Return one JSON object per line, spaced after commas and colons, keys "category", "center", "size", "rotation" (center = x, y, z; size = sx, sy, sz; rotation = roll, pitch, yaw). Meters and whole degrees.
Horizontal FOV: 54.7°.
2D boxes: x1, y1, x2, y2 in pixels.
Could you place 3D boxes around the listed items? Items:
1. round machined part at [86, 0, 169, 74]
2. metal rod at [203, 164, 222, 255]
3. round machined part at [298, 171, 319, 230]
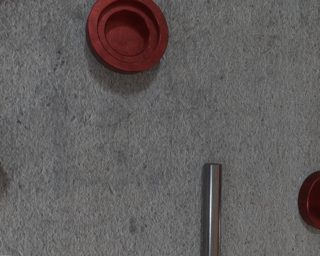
{"category": "round machined part", "center": [-0.042, -0.115, 0.385], "size": [0.099, 0.042, 0.097], "rotation": [0, 90, -21]}
{"category": "metal rod", "center": [0.072, 0.200, 0.437], "size": [0.025, 0.025, 0.298], "rotation": [1, 90, -20]}
{"category": "round machined part", "center": [0.280, 0.121, 0.506], "size": [0.099, 0.042, 0.097], "rotation": [0, 90, -21]}
